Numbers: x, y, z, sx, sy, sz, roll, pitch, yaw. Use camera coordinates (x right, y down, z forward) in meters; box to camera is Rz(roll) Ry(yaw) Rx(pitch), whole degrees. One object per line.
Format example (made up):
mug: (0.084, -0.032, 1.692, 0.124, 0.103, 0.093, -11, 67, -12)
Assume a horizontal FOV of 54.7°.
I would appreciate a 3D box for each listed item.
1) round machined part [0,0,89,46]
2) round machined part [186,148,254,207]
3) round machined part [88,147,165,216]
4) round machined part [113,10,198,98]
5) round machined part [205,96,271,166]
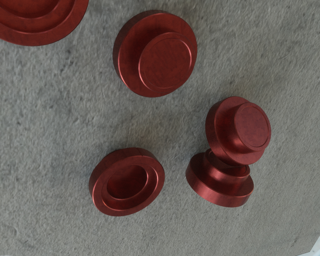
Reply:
round machined part: (-0.113, -0.122, 0.259, 0.099, 0.042, 0.097, -14, 124, -21)
round machined part: (0.090, 0.064, 0.449, 0.099, 0.098, 0.042, 1, 123, -30)
round machined part: (-0.046, 0.066, 0.413, 0.099, 0.042, 0.097, -14, 125, -21)
round machined part: (0.000, -0.078, 0.349, 0.099, 0.042, 0.097, -14, 125, -21)
round machined part: (0.114, 0.002, 0.428, 0.099, 0.042, 0.098, 9, 73, -30)
